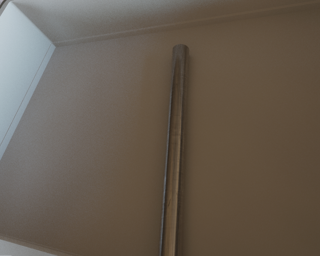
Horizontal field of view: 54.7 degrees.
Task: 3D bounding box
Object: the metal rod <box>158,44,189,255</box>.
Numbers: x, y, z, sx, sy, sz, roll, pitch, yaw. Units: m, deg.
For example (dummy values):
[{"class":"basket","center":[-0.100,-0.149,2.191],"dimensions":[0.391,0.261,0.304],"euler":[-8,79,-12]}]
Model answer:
[{"class":"metal rod","center":[0.020,0.014,0.385],"dimensions":[0.025,0.025,0.299],"euler":[-9,58,23]}]
